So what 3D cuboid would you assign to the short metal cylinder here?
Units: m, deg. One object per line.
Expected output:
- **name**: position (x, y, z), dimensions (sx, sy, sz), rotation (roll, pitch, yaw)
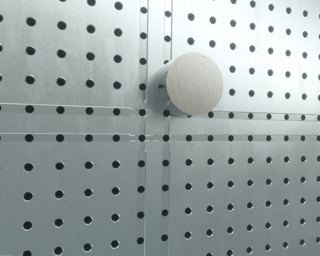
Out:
- **short metal cylinder**: position (0.037, -0.056, 0.414), dimensions (0.081, 0.050, 0.079), rotation (0, 90, -21)
